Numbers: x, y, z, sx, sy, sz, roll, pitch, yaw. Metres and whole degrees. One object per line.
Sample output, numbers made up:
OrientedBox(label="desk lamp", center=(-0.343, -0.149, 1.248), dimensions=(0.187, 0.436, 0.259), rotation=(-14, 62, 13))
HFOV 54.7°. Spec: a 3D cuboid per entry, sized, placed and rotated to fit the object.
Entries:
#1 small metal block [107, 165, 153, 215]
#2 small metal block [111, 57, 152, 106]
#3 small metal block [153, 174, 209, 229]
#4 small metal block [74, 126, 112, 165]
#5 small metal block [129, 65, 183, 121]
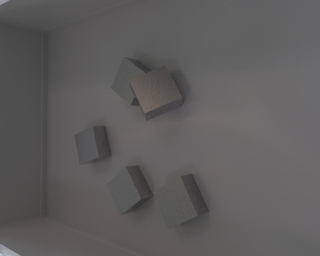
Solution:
OrientedBox(label="small metal block", center=(-0.044, 0.089, 0.443), dimensions=(0.050, 0.025, 0.050), rotation=(-43, 64, 31))
OrientedBox(label="small metal block", center=(-0.037, -0.065, 0.437), dimensions=(0.050, 0.025, 0.050), rotation=(42, 115, 33))
OrientedBox(label="small metal block", center=(0.025, 0.091, 0.386), dimensions=(0.050, 0.025, 0.050), rotation=(-36, 68, 34))
OrientedBox(label="small metal block", center=(-0.108, 0.028, 0.496), dimensions=(0.050, 0.025, 0.050), rotation=(-22, 76, 38))
OrientedBox(label="small metal block", center=(-0.005, -0.044, 0.394), dimensions=(0.050, 0.025, 0.050), rotation=(-24, 70, -7))
